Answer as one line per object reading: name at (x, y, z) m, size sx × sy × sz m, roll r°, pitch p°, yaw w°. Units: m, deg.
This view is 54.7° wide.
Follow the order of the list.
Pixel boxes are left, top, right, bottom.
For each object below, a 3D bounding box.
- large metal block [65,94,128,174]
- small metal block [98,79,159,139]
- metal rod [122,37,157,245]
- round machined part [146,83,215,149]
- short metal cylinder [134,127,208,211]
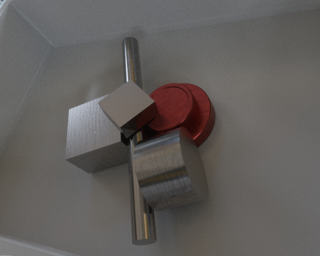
large metal block at (-0.076, 0.006, 0.419) m, size 0.080 × 0.050 × 0.080 m, roll -19°, pitch 55°, yaw 17°
small metal block at (-0.038, -0.024, 0.375) m, size 0.050 × 0.025 × 0.050 m, roll -38°, pitch 57°, yaw -12°
metal rod at (-0.031, -0.008, 0.396) m, size 0.025 × 0.025 × 0.299 m, roll -19°, pitch 54°, yaw 17°
round machined part at (0.017, -0.018, 0.393) m, size 0.098 × 0.042 × 0.098 m, roll -13°, pitch 56°, yaw 20°
short metal cylinder at (0.013, 0.044, 0.333) m, size 0.050 × 0.080 × 0.080 m, roll -19°, pitch 55°, yaw 17°
